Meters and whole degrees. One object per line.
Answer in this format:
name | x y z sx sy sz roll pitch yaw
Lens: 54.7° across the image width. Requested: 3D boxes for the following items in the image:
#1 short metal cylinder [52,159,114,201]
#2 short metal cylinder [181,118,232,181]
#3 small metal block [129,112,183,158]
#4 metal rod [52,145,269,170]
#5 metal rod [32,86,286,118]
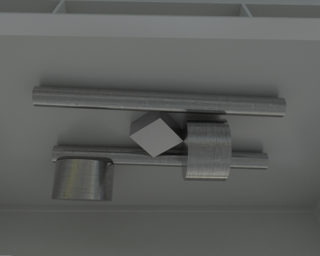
short metal cylinder | -0.105 0.075 0.430 0.081 0.050 0.080 1 164 1
short metal cylinder | 0.056 0.027 0.395 0.050 0.080 0.079 1 130 -2
small metal block | -0.004 0.006 0.412 0.050 0.025 0.050 -31 124 23
metal rod | 0.002 0.042 0.443 0.302 0.025 0.025 2 130 -3
metal rod | 0.002 -0.032 0.379 0.302 0.025 0.025 2 130 -3
